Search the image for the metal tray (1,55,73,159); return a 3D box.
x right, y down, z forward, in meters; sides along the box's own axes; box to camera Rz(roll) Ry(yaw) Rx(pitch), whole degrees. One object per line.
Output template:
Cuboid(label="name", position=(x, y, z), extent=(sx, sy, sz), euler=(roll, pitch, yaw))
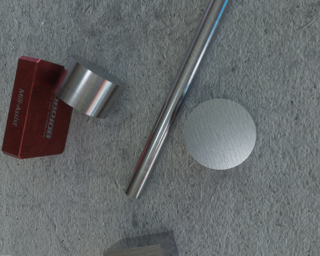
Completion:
Cuboid(label="metal tray", position=(-0.162, -0.026, 0.431), extent=(0.030, 0.090, 0.129), euler=(14, 95, 19))

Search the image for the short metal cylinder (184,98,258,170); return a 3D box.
Cuboid(label="short metal cylinder", position=(0.074, 0.007, 0.370), extent=(0.080, 0.050, 0.080), euler=(0, 90, 20))

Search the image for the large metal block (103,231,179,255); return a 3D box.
Cuboid(label="large metal block", position=(-0.018, 0.187, 0.402), extent=(0.080, 0.050, 0.080), euler=(-16, 85, 19))

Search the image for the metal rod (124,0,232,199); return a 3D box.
Cuboid(label="metal rod", position=(0.024, -0.044, 0.400), extent=(0.025, 0.025, 0.298), euler=(27, 99, 18))

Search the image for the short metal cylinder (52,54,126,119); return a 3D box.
Cuboid(label="short metal cylinder", position=(-0.094, -0.055, 0.413), extent=(0.080, 0.080, 0.050), euler=(36, 102, 16))
